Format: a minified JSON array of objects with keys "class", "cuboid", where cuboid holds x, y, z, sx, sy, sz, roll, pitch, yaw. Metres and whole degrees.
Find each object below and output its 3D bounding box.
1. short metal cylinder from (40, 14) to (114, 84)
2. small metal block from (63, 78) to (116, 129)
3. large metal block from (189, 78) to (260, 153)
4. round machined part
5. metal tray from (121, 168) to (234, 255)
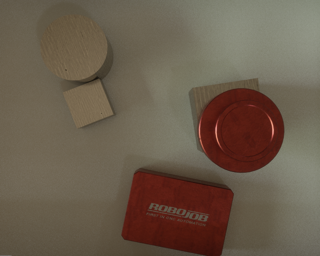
[{"class":"short metal cylinder","cuboid":[-0.104,-0.097,0.398,0.081,0.050,0.079,0,90,-1]},{"class":"small metal block","cuboid":[-0.092,-0.032,0.410,0.050,0.025,0.050,-22,90,-1]},{"class":"large metal block","cuboid":[0.085,-0.016,0.400,0.081,0.050,0.080,-9,90,-1]},{"class":"round machined part","cuboid":[0.094,0.003,0.354,0.099,0.042,0.097,0,90,-1]},{"class":"metal tray","cuboid":[0.023,0.110,0.409,0.131,0.030,0.089,11,90,-1]}]
